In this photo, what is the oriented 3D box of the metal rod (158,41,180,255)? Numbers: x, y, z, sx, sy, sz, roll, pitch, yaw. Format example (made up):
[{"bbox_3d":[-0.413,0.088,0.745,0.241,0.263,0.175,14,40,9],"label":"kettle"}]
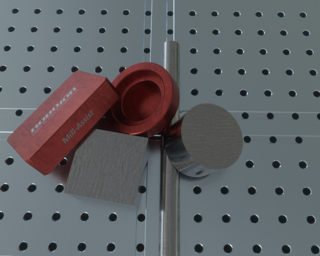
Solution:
[{"bbox_3d":[0.013,0.019,0.405,0.025,0.025,0.299,1,70,0],"label":"metal rod"}]

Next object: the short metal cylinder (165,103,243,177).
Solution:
[{"bbox_3d":[0.053,0.016,0.379,0.081,0.050,0.080,7,69,-19],"label":"short metal cylinder"}]

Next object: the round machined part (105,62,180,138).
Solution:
[{"bbox_3d":[-0.020,-0.032,0.400,0.098,0.042,0.098,-9,67,23],"label":"round machined part"}]

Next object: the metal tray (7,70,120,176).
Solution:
[{"bbox_3d":[-0.121,-0.013,0.387,0.130,0.030,0.090,-50,39,-16],"label":"metal tray"}]

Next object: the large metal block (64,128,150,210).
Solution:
[{"bbox_3d":[-0.060,0.050,0.379,0.080,0.050,0.080,10,70,3],"label":"large metal block"}]
